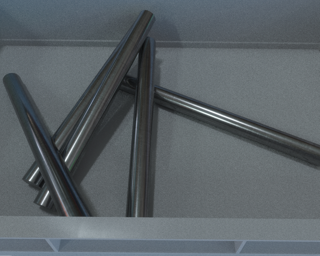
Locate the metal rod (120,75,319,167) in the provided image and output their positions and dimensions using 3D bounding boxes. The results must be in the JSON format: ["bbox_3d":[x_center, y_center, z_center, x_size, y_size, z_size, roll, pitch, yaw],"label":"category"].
[{"bbox_3d":[0.067,-0.019,0.422,0.301,0.025,0.025,22,54,17],"label":"metal rod"}]

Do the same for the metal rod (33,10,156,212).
[{"bbox_3d":[-0.071,-0.040,0.396,0.025,0.025,0.300,17,64,13],"label":"metal rod"}]

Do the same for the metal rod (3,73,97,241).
[{"bbox_3d":[-0.143,0.007,0.361,0.025,0.025,0.300,-25,44,-20],"label":"metal rod"}]

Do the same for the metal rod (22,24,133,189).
[{"bbox_3d":[-0.084,-0.054,0.422,0.025,0.025,0.300,19,61,15],"label":"metal rod"}]

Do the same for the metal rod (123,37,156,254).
[{"bbox_3d":[-0.021,-0.004,0.386,0.025,0.025,0.300,1,57,0],"label":"metal rod"}]
